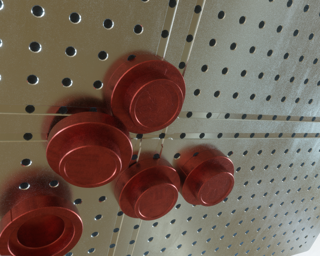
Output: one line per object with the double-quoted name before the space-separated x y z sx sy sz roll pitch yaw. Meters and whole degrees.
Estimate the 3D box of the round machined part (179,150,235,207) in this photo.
"round machined part" 0.080 0.087 0.500 0.099 0.042 0.097 -14 125 -21

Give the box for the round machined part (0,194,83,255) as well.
"round machined part" -0.152 0.124 0.395 0.099 0.042 0.097 -14 125 -21

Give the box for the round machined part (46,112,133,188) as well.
"round machined part" -0.081 0.032 0.361 0.099 0.042 0.097 -7 130 -8

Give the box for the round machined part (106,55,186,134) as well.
"round machined part" -0.011 -0.035 0.374 0.099 0.042 0.097 -14 125 -21

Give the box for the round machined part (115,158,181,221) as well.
"round machined part" -0.012 0.096 0.455 0.099 0.042 0.097 -14 124 -21
